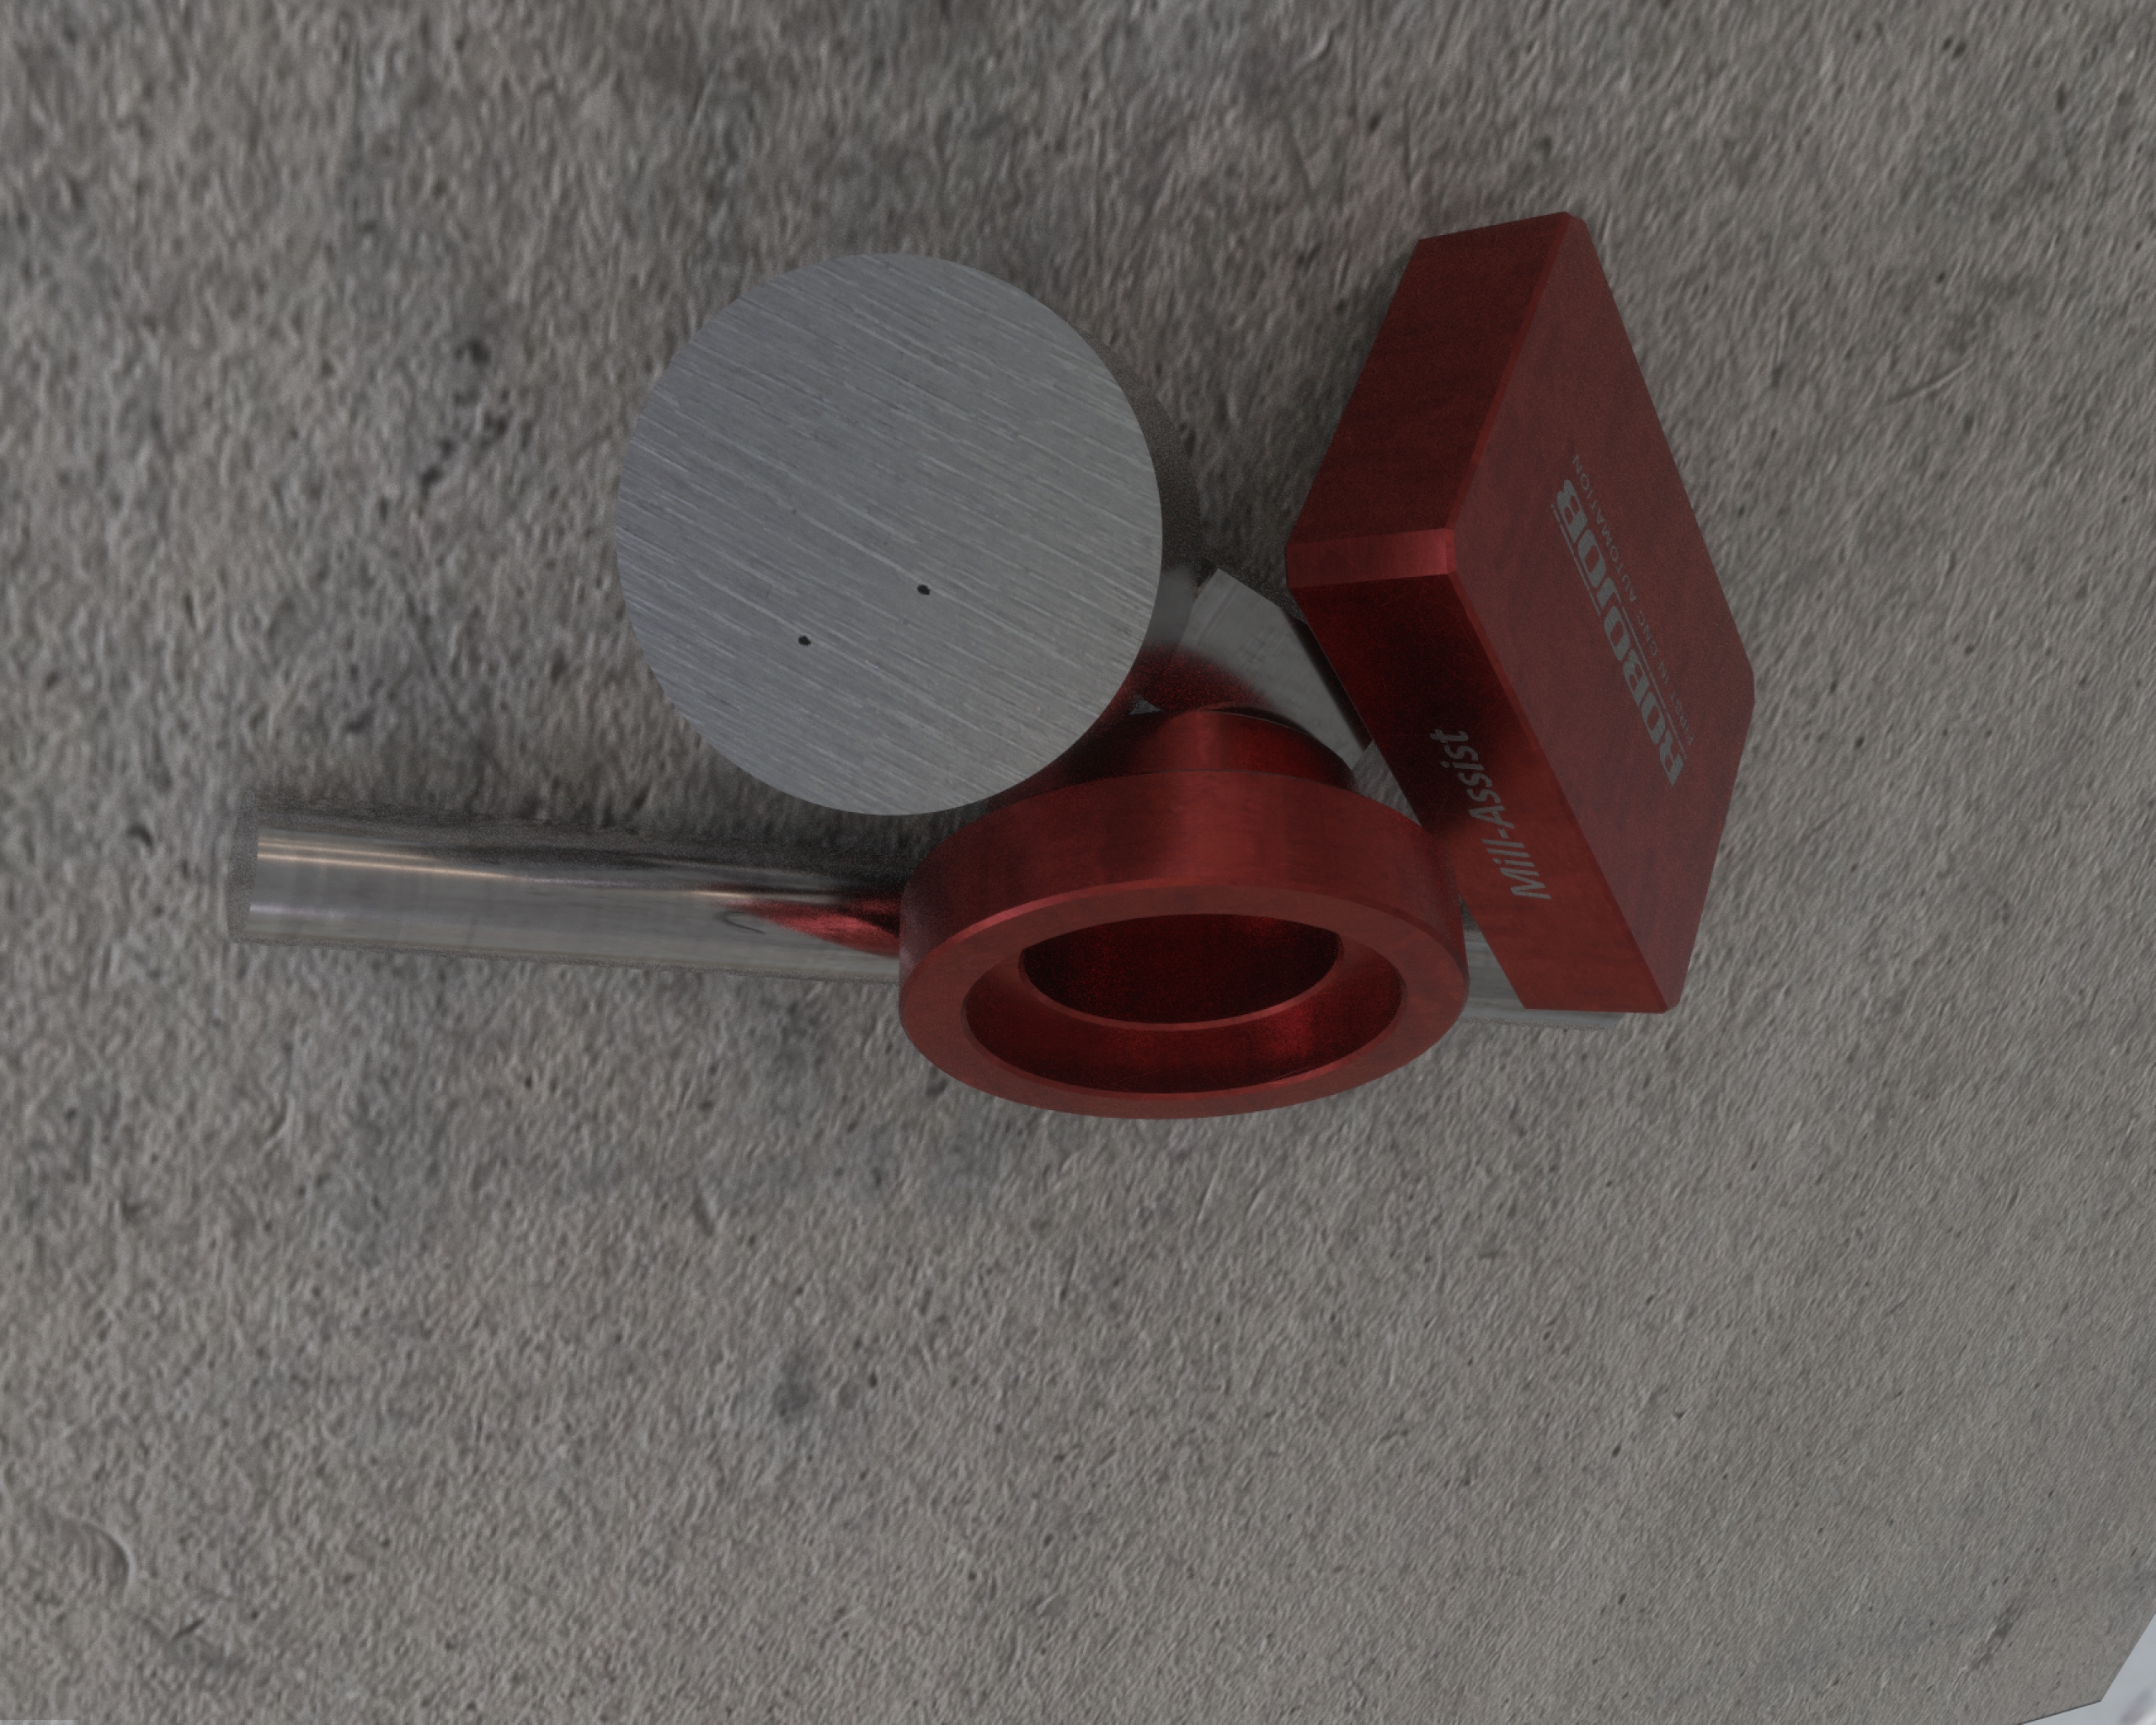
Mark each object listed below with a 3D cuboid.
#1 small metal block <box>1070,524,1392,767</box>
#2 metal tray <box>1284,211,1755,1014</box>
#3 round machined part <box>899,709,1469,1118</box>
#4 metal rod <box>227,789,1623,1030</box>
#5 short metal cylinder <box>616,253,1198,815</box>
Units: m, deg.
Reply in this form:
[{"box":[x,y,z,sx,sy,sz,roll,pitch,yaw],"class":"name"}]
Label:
[{"box":[0.023,-0.041,0.377,0.050,0.050,0.025,26,104,-37],"class":"small metal block"},{"box":[0.090,-0.043,0.394,0.130,0.030,0.090,54,48,-40],"class":"metal tray"},{"box":[0.018,0.008,0.372,0.099,0.042,0.098,-2,151,-1],"class":"round machined part"},{"box":[-0.006,0.014,0.414,0.302,0.025,0.025,6,116,-31],"class":"metal rod"},{"box":[-0.024,-0.050,0.323,0.080,0.050,0.079,1,98,9],"class":"short metal cylinder"}]
